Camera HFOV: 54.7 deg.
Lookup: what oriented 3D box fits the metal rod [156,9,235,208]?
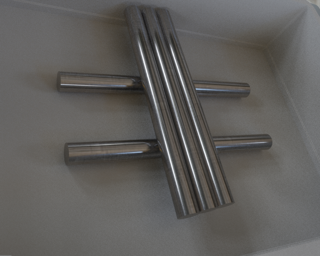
[{"bbox_3d":[0.038,-0.042,0.417,0.025,0.025,0.299,-1,62,-29],"label":"metal rod"}]

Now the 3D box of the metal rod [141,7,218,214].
[{"bbox_3d":[0.017,-0.040,0.404,0.025,0.025,0.299,-1,62,-29],"label":"metal rod"}]

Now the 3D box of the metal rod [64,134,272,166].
[{"bbox_3d":[0.032,0.025,0.406,0.303,0.025,0.025,-1,63,-29],"label":"metal rod"}]

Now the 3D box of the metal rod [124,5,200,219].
[{"bbox_3d":[-0.005,-0.038,0.391,0.025,0.025,0.299,-1,62,-29],"label":"metal rod"}]

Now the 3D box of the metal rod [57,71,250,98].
[{"bbox_3d":[0.010,-0.060,0.446,0.303,0.025,0.025,-2,63,-29],"label":"metal rod"}]
